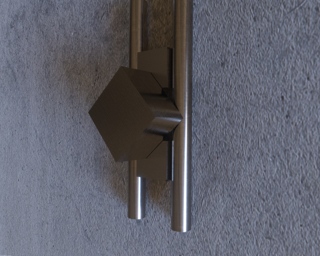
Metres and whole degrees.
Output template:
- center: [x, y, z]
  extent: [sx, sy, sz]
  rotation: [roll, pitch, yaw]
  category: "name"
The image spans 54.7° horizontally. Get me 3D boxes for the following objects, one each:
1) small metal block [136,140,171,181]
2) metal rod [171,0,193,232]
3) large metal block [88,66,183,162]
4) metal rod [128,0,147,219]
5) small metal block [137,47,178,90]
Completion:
- center: [-0.004, 0.040, 0.406]
  extent: [0.050, 0.025, 0.050]
  rotation: [1, 91, 39]
  category: "small metal block"
- center: [0.027, -0.024, 0.383]
  extent: [0.025, 0.025, 0.298]
  rotation: [1, 91, 39]
  category: "metal rod"
- center: [-0.032, -0.016, 0.380]
  extent: [0.080, 0.050, 0.080]
  rotation: [-48, 62, 29]
  category: "large metal block"
- center: [-0.031, -0.025, 0.431]
  extent: [0.025, 0.025, 0.298]
  rotation: [1, 91, 39]
  category: "metal rod"
- center: [-0.003, -0.075, 0.405]
  extent: [0.050, 0.025, 0.050]
  rotation: [1, 91, 39]
  category: "small metal block"
